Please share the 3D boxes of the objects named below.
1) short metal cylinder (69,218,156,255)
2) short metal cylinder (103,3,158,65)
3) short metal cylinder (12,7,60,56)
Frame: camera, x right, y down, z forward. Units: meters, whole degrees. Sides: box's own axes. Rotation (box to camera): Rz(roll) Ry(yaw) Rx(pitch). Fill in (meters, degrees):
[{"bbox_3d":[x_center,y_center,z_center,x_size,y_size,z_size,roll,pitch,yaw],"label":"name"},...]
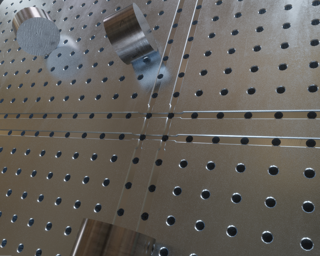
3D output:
[{"bbox_3d":[-0.049,0.130,0.318,0.080,0.080,0.050,3,63,29],"label":"short metal cylinder"},{"bbox_3d":[-0.045,-0.146,0.484,0.050,0.080,0.080,-23,54,14],"label":"short metal cylinder"},{"bbox_3d":[-0.247,-0.192,0.617,0.080,0.080,0.050,-38,51,2],"label":"short metal cylinder"}]
